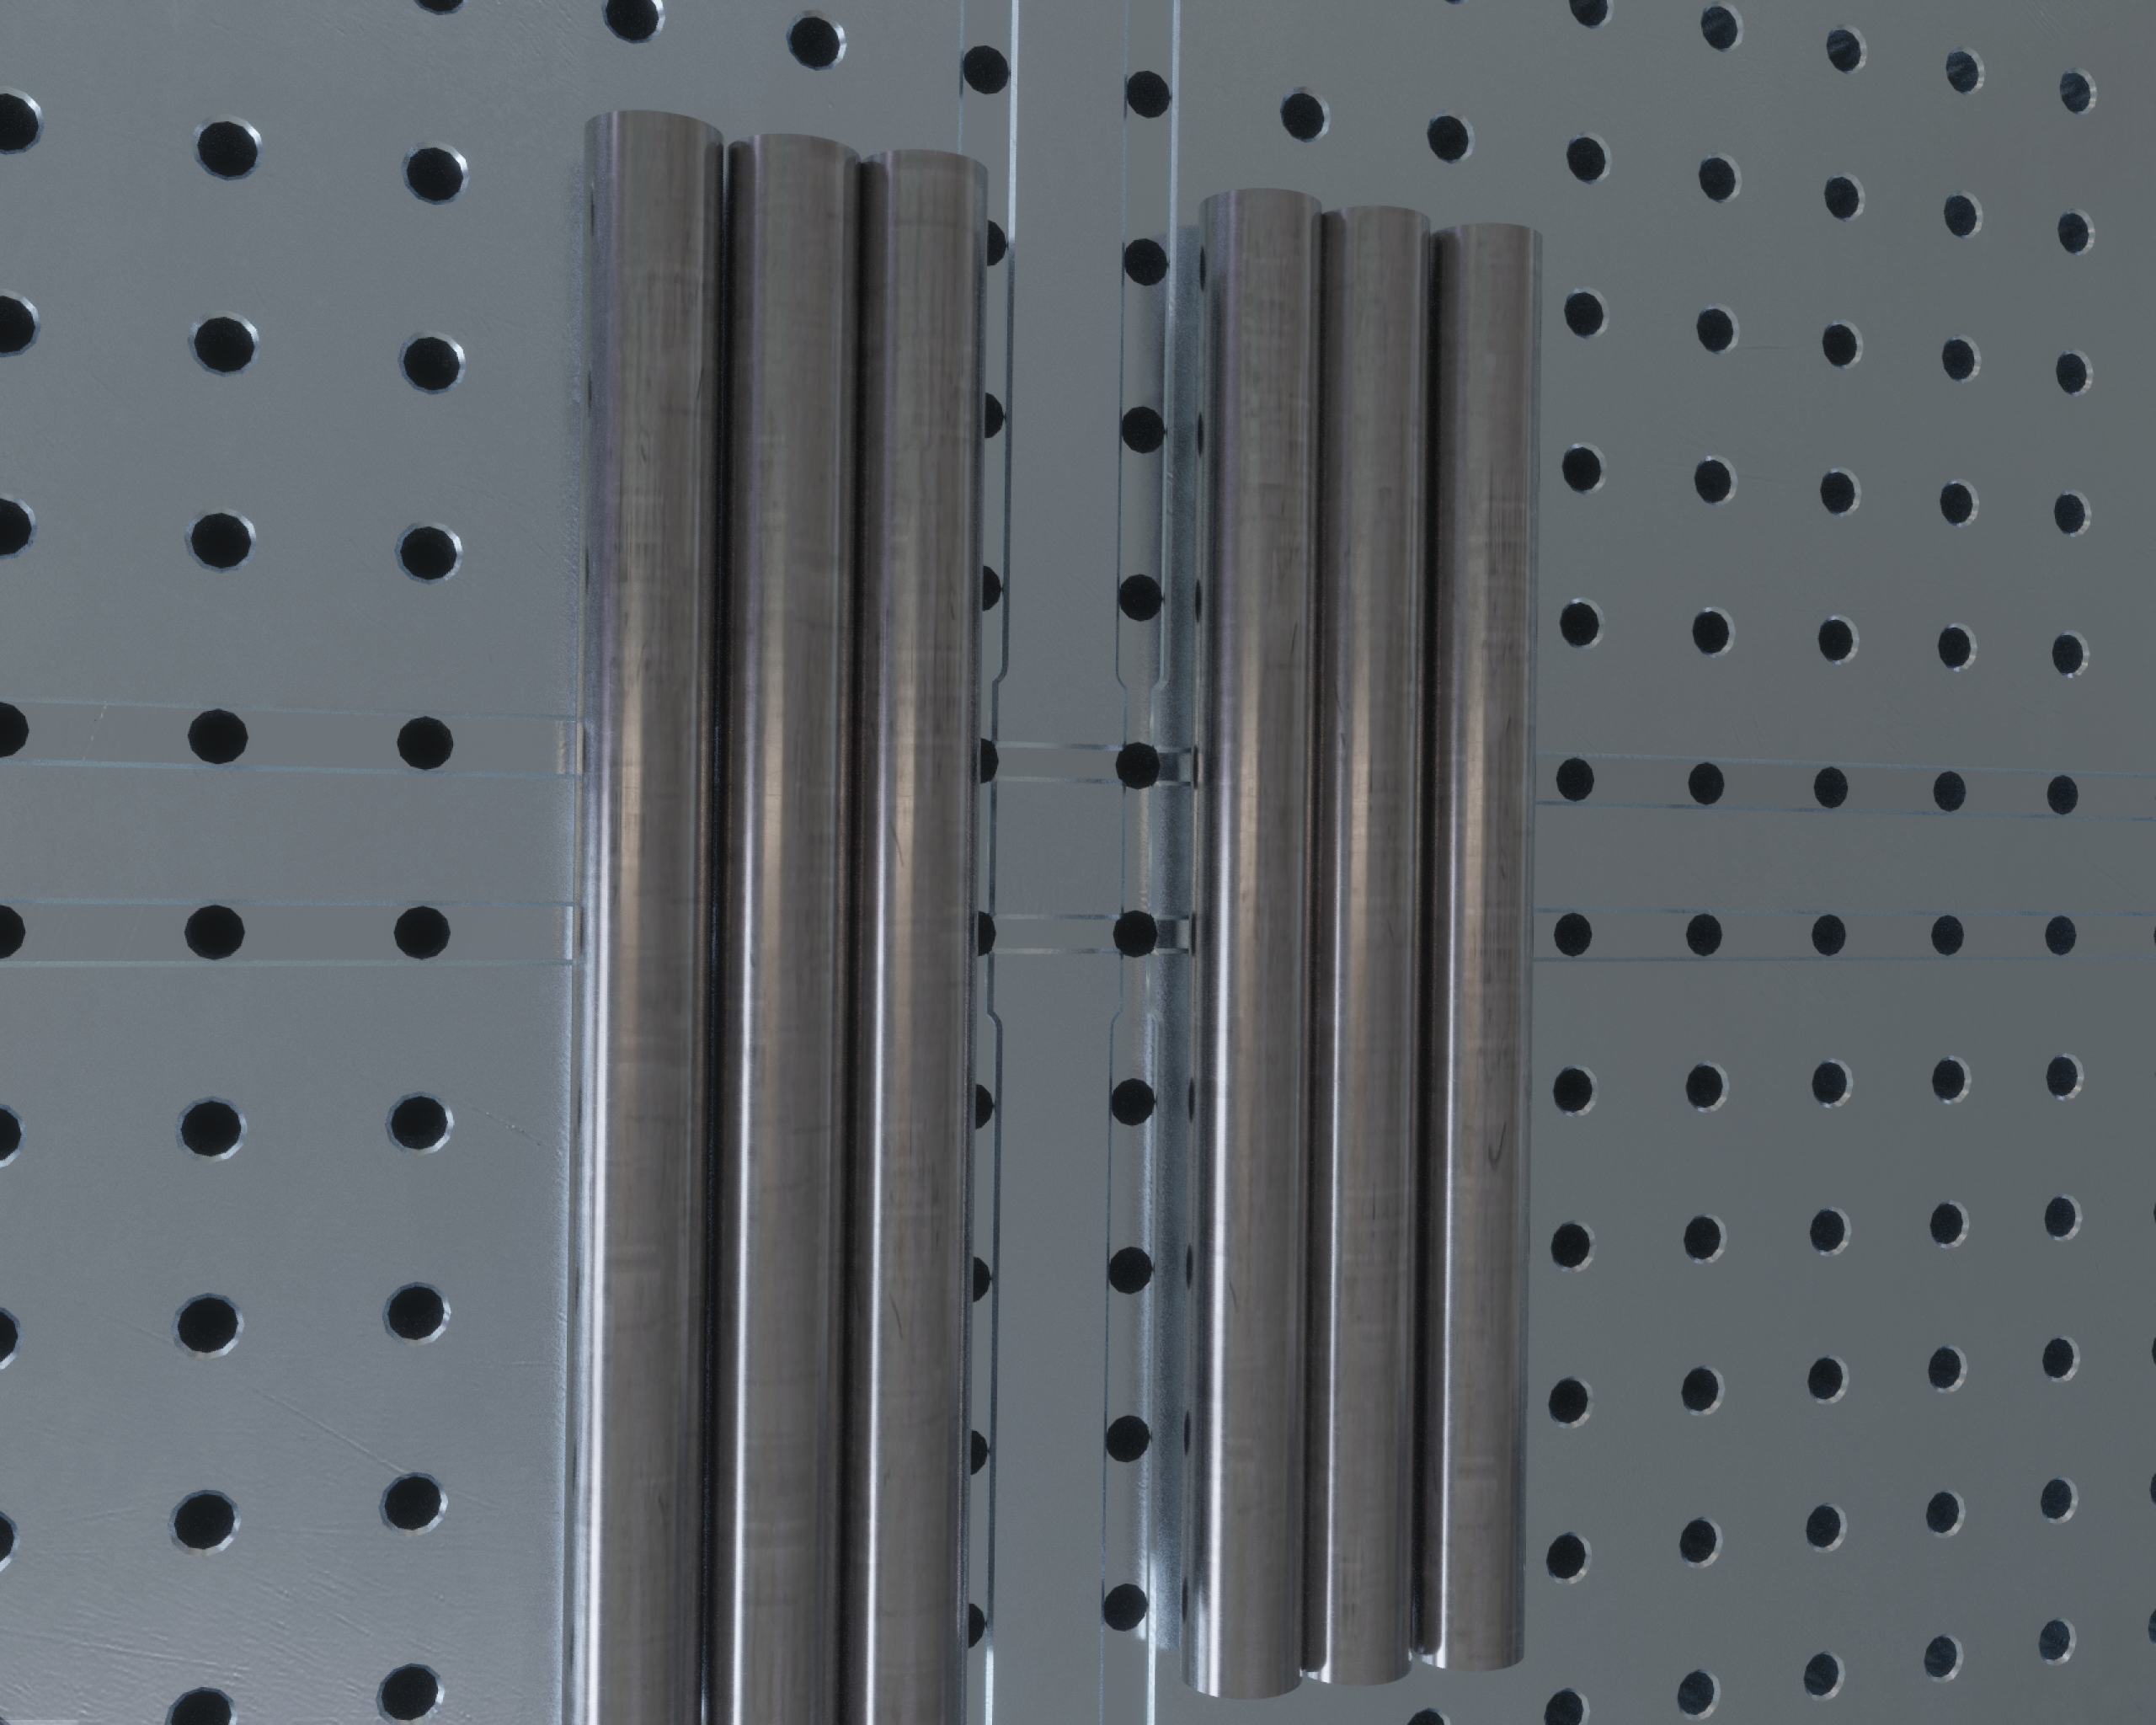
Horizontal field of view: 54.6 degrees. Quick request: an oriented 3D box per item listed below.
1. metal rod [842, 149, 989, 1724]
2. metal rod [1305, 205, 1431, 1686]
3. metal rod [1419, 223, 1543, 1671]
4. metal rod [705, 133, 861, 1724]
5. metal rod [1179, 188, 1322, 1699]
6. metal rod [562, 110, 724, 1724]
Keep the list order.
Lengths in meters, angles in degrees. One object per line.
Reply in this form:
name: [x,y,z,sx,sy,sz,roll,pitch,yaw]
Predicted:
metal rod: [-0.032,0.017,0.400,0.025,0.025,0.298,1,90,-20]
metal rod: [0.059,0.017,0.433,0.025,0.025,0.298,1,90,-20]
metal rod: [0.084,0.017,0.443,0.025,0.025,0.298,1,90,-20]
metal rod: [-0.055,0.017,0.391,0.025,0.025,0.298,1,90,-20]
metal rod: [0.035,0.016,0.425,0.025,0.025,0.298,1,90,-20]
metal rod: [-0.080,0.016,0.382,0.025,0.025,0.298,1,90,-20]
